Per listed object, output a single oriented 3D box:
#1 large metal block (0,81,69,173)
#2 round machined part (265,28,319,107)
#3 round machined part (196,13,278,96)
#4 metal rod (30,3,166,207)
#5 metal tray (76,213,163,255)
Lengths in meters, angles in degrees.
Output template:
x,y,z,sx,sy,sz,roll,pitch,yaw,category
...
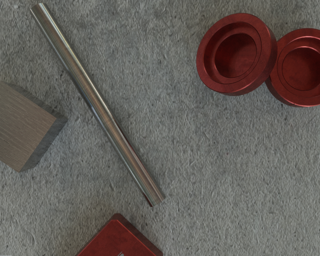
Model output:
x,y,z,sx,sy,sz,roll,pitch,yaw,category
-0.180,-0.002,0.396,0.080,0.050,0.080,34,90,0,large metal block
0.183,-0.075,0.403,0.099,0.042,0.097,0,90,0,round machined part
0.098,-0.088,0.386,0.098,0.042,0.097,-7,79,39,round machined part
-0.081,-0.030,0.409,0.025,0.025,0.299,-32,90,0,metal rod
-0.070,0.190,0.407,0.090,0.030,0.130,43,90,0,metal tray
